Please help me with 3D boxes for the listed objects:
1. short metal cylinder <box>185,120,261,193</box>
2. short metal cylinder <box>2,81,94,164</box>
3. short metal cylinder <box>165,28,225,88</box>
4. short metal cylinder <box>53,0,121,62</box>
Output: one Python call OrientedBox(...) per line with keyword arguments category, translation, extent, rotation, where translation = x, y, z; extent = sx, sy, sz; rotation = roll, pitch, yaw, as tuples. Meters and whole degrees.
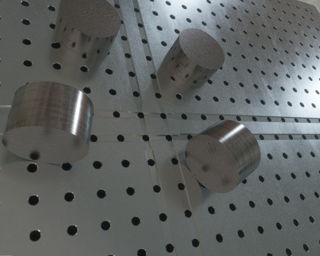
OrientedBox(category="short metal cylinder", translation=(0.079, 0.035, 0.396), extent=(0.050, 0.080, 0.080), rotation=(-29, 78, -38))
OrientedBox(category="short metal cylinder", translation=(-0.111, -0.003, 0.316), extent=(0.081, 0.080, 0.050), rotation=(13, 57, -22))
OrientedBox(category="short metal cylinder", translation=(0.054, -0.110, 0.491), extent=(0.081, 0.050, 0.080), rotation=(14, 56, -21))
OrientedBox(category="short metal cylinder", translation=(-0.100, -0.137, 0.423), extent=(0.081, 0.050, 0.080), rotation=(14, 56, -21))
